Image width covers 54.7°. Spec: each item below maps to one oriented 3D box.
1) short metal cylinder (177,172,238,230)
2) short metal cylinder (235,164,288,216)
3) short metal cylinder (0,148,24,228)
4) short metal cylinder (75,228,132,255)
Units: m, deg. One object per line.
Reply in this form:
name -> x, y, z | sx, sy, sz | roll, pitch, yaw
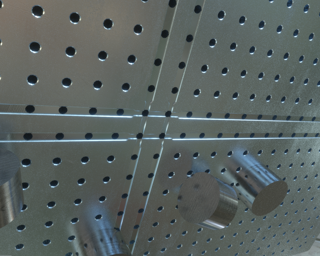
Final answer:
short metal cylinder -> 0.075, 0.116, 0.490 | 0.050, 0.080, 0.080 | 31, 101, -38
short metal cylinder -> 0.186, 0.114, 0.570 | 0.081, 0.050, 0.079 | -14, 125, -21
short metal cylinder -> -0.184, 0.061, 0.313 | 0.081, 0.080, 0.050 | -7, 122, -25
short metal cylinder -> -0.085, 0.203, 0.475 | 0.081, 0.050, 0.079 | -14, 125, -21
